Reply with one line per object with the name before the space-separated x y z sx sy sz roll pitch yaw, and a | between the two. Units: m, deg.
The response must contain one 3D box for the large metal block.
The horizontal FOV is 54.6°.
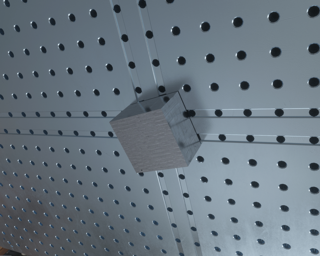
large metal block | -0.005 0.008 0.402 0.080 0.050 0.080 -13 112 33
